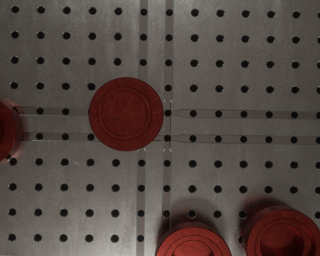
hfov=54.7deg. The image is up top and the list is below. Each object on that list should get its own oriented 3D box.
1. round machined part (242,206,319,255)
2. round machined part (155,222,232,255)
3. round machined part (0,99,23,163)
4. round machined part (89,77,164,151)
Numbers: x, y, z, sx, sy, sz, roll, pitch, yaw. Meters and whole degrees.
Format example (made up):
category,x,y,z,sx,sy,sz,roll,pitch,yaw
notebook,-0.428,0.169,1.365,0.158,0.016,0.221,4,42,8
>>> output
category,x,y,z,sx,sy,sz,roll,pitch,yaw
round machined part,0.156,0.150,0.407,0.099,0.042,0.097,0,90,-1
round machined part,0.042,0.171,0.406,0.099,0.042,0.097,0,90,-1
round machined part,-0.237,0.004,0.402,0.099,0.042,0.097,0,90,-1
round machined part,-0.044,-0.018,0.404,0.099,0.042,0.097,0,90,-1
